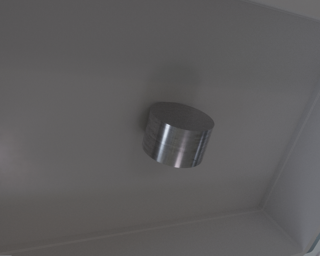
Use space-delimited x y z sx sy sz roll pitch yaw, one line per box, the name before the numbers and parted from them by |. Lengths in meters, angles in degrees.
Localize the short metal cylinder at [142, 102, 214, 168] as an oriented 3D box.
short metal cylinder | 0.022 0.007 0.388 0.081 0.080 0.050 0 118 -28
